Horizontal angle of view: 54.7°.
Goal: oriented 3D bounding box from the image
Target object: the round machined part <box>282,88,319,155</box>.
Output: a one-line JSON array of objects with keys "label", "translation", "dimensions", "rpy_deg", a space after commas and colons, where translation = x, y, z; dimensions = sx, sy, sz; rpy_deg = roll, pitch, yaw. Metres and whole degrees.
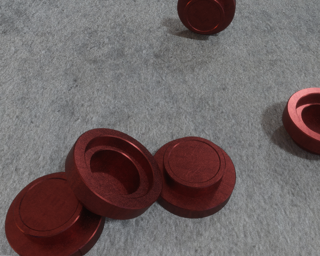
[{"label": "round machined part", "translation": [0.207, -0.004, 0.398], "dimensions": [0.099, 0.042, 0.098], "rpy_deg": [0, 50, 0]}]

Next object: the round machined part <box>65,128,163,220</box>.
[{"label": "round machined part", "translation": [-0.050, 0.050, 0.316], "dimensions": [0.098, 0.042, 0.098], "rpy_deg": [27, 34, -19]}]

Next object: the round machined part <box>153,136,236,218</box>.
[{"label": "round machined part", "translation": [0.037, 0.048, 0.352], "dimensions": [0.099, 0.042, 0.098], "rpy_deg": [1, 50, 0]}]

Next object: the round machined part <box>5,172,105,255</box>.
[{"label": "round machined part", "translation": [-0.108, 0.086, 0.318], "dimensions": [0.099, 0.042, 0.098], "rpy_deg": [0, 50, 0]}]

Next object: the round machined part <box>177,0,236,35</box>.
[{"label": "round machined part", "translation": [0.077, -0.200, 0.525], "dimensions": [0.098, 0.097, 0.042], "rpy_deg": [11, 51, 8]}]
